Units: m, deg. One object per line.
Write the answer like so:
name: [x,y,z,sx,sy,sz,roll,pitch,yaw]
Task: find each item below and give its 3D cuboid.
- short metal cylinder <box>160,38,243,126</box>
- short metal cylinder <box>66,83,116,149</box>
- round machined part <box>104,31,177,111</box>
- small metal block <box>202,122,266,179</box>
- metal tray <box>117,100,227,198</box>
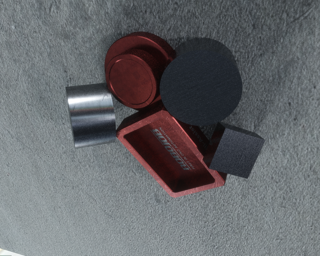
short metal cylinder: [0.043,-0.049,0.326,0.080,0.050,0.079,3,119,6]
short metal cylinder: [-0.091,-0.016,0.402,0.050,0.080,0.079,-9,124,-17]
round machined part: [-0.026,-0.062,0.373,0.098,0.042,0.097,13,124,21]
small metal block: [0.084,0.026,0.357,0.050,0.025,0.050,16,105,-14]
metal tray: [0.016,0.030,0.400,0.090,0.030,0.130,-24,115,36]
